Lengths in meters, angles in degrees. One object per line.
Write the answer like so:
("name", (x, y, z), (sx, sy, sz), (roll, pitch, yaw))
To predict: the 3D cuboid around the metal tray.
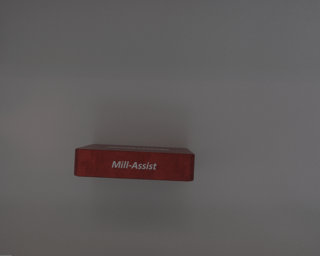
("metal tray", (-0.028, 0.040, 0.378), (0.131, 0.090, 0.030), (3, 90, 0))
